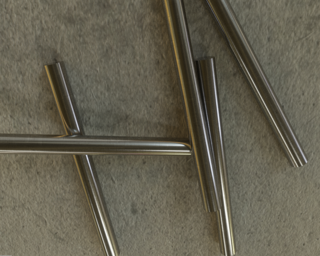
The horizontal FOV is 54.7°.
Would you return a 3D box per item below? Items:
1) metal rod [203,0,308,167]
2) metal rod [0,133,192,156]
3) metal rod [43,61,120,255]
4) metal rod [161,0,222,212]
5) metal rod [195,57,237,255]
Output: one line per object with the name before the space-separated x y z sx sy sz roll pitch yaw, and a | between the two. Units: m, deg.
metal rod | 0.114 -0.072 0.384 0.025 0.025 0.299 -30 108 10
metal rod | -0.108 0.021 0.388 0.302 0.025 0.025 2 111 -12
metal rod | -0.102 0.058 0.429 0.025 0.025 0.298 -10 110 3
metal rod | 0.040 -0.032 0.385 0.025 0.025 0.298 -12 105 4
metal rod | 0.080 0.052 0.430 0.025 0.025 0.298 -10 110 3
